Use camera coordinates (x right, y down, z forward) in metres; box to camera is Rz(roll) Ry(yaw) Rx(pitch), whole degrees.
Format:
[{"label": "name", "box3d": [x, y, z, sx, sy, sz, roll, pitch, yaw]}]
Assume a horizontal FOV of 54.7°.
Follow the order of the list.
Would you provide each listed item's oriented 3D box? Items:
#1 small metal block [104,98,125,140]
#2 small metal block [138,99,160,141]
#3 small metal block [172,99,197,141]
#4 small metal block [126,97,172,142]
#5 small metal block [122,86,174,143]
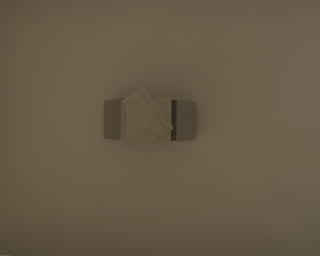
[{"label": "small metal block", "box3d": [-0.050, -0.011, 0.394, 0.025, 0.050, 0.050, 1, 90, -34]}, {"label": "small metal block", "box3d": [-0.013, -0.009, 0.397, 0.025, 0.050, 0.050, 1, 90, 0]}, {"label": "small metal block", "box3d": [0.023, -0.009, 0.395, 0.025, 0.050, 0.050, 1, 90, 34]}, {"label": "small metal block", "box3d": [-0.013, -0.009, 0.359, 0.050, 0.025, 0.050, 1, 90, 0]}, {"label": "small metal block", "box3d": [-0.011, -0.013, 0.321, 0.025, 0.050, 0.050, -35, 90, 1]}]
